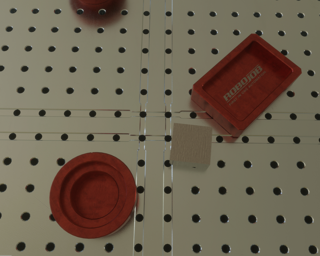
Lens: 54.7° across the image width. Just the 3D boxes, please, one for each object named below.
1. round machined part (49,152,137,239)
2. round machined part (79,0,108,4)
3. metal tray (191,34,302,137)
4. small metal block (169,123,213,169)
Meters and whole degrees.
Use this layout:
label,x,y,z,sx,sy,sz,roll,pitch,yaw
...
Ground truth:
label,x,y,z,sx,sy,sz,roll,pitch,yaw
round machined part,-0.076,0.081,0.372,0.099,0.042,0.098,0,70,-1
round machined part,-0.105,-0.237,0.488,0.099,0.042,0.098,0,70,-1
metal tray,0.119,-0.062,0.433,0.130,0.030,0.090,-42,76,-14
small metal block,0.040,0.023,0.404,0.050,0.025,0.050,6,70,2
